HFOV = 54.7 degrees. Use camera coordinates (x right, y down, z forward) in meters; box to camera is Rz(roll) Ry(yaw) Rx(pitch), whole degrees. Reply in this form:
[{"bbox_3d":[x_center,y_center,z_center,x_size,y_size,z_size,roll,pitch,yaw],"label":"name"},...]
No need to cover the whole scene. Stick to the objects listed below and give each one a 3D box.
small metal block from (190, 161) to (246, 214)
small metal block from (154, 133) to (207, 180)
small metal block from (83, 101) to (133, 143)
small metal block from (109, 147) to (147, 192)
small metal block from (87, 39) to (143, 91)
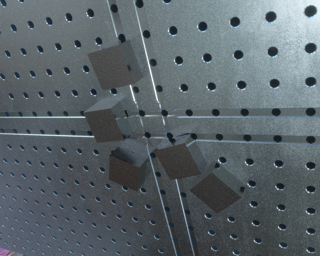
[{"bbox_3d":[0.078,0.081,0.420,0.050,0.025,0.050,40,129,0],"label":"small metal block"},{"bbox_3d":[0.028,0.040,0.420,0.050,0.025,0.050,-17,110,34],"label":"small metal block"},{"bbox_3d":[-0.074,-0.008,0.443,0.050,0.025,0.050,-6,116,30],"label":"small metal block"},{"bbox_3d":[-0.050,0.063,0.475,0.050,0.025,0.050,19,126,16],"label":"small metal block"},{"bbox_3d":[-0.056,-0.079,0.390,0.050,0.025,0.050,-6,116,30],"label":"small metal block"}]
